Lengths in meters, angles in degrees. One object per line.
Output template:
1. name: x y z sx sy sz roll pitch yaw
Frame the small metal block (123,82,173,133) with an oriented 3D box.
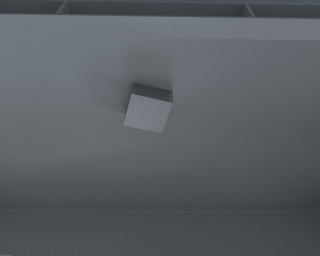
1. small metal block: -0.015 -0.024 0.388 0.050 0.025 0.050 12 129 -10
